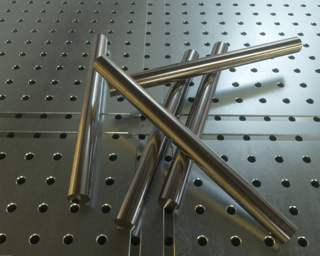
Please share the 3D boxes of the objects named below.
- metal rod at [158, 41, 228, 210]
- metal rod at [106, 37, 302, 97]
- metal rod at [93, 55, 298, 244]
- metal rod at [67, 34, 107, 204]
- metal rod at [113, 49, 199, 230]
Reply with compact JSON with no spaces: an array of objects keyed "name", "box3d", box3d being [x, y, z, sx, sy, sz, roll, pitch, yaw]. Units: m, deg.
[{"name":"metal rod","box3d":[0.056,-0.026,0.430,0.025,0.025,0.300,14,51,11]},{"name":"metal rod","box3d":[0.072,-0.092,0.452,0.302,0.025,0.025,-15,52,-13]},{"name":"metal rod","box3d":[0.028,0.012,0.361,0.300,0.025,0.025,43,61,17]},{"name":"metal rod","box3d":[-0.096,-0.037,0.436,0.025,0.025,0.300,-2,50,-2]},{"name":"metal rod","box3d":[0.008,-0.009,0.415,0.025,0.025,0.300,14,51,11]}]
